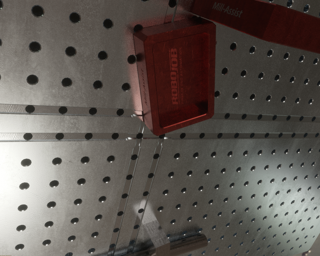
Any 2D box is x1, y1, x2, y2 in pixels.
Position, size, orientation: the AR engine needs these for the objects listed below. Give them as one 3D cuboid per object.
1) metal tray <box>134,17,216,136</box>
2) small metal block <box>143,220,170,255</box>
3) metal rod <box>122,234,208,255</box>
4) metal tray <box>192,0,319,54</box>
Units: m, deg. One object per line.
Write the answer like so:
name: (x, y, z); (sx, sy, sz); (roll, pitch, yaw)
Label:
metal tray: (0.022, -0.061, 0.383); (0.091, 0.030, 0.129); (-18, 126, -18)
small metal block: (-0.006, 0.191, 0.512); (0.025, 0.050, 0.050); (-15, 125, -21)
metal rod: (-0.051, 0.227, 0.525); (0.303, 0.025, 0.025); (-5, 121, -26)
metal tray: (0.106, -0.117, 0.330); (0.091, 0.130, 0.030); (2, 118, -30)
